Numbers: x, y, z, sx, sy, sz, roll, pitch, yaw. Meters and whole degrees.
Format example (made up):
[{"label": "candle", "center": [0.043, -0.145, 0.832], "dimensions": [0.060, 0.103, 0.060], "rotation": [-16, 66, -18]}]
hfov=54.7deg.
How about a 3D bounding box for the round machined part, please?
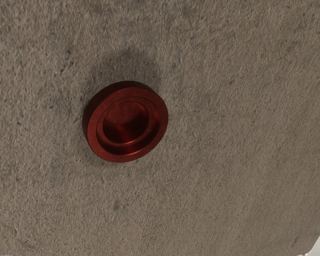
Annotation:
[{"label": "round machined part", "center": [-0.043, -0.011, 0.367], "dimensions": [0.099, 0.042, 0.097], "rotation": [-14, 125, -21]}]
